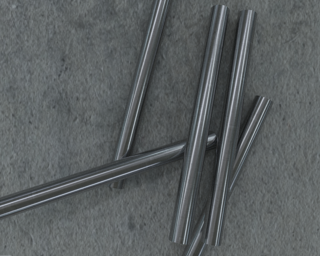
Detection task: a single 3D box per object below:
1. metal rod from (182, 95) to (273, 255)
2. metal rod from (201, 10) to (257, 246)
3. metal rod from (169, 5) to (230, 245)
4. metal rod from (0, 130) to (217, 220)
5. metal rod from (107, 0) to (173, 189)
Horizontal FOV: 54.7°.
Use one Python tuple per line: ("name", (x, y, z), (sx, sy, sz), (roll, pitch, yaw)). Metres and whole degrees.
("metal rod", (0.076, 0.098, 0.411), (0.025, 0.025, 0.299), (25, 90, -1))
("metal rod", (0.090, -0.005, 0.396), (0.025, 0.025, 0.298), (11, 84, -1))
("metal rod", (0.051, -0.013, 0.385), (0.025, 0.025, 0.299), (11, 80, -1))
("metal rod", (-0.069, 0.058, 0.378), (0.302, 0.025, 0.025), (-17, 90, -13))
("metal rod", (-0.022, -0.068, 0.409), (0.025, 0.025, 0.298), (14, 90, -1))
